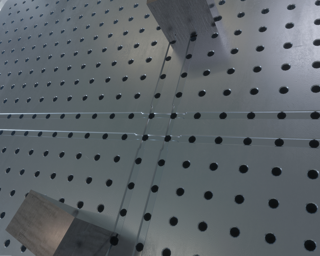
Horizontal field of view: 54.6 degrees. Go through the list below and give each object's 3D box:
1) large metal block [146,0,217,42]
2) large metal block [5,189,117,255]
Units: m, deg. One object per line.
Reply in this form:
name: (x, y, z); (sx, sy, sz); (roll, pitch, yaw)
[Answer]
large metal block: (0.036, -0.185, 0.469); (0.080, 0.080, 0.050); (-10, 58, 23)
large metal block: (-0.112, 0.120, 0.359); (0.080, 0.080, 0.050); (17, 71, 35)
